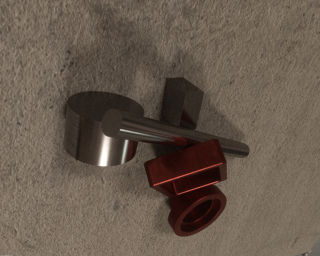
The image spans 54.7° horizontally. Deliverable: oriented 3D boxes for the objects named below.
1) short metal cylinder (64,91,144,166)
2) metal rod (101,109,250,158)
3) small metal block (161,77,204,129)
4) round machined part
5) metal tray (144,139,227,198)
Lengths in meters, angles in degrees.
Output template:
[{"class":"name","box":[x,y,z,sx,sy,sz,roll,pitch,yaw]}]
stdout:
[{"class":"short metal cylinder","box":[-0.061,-0.002,0.338,0.081,0.080,0.050,-1,119,-28]},{"class":"metal rod","box":[0.047,0.016,0.387,0.302,0.025,0.025,13,113,-53]},{"class":"small metal block","box":[0.026,-0.031,0.388,0.025,0.050,0.050,-6,121,-26]},{"class":"round machined part","box":[0.055,0.126,0.500,0.099,0.042,0.097,-20,135,-21]},{"class":"metal tray","box":[0.040,0.058,0.407,0.090,0.030,0.130,-19,159,6]}]
